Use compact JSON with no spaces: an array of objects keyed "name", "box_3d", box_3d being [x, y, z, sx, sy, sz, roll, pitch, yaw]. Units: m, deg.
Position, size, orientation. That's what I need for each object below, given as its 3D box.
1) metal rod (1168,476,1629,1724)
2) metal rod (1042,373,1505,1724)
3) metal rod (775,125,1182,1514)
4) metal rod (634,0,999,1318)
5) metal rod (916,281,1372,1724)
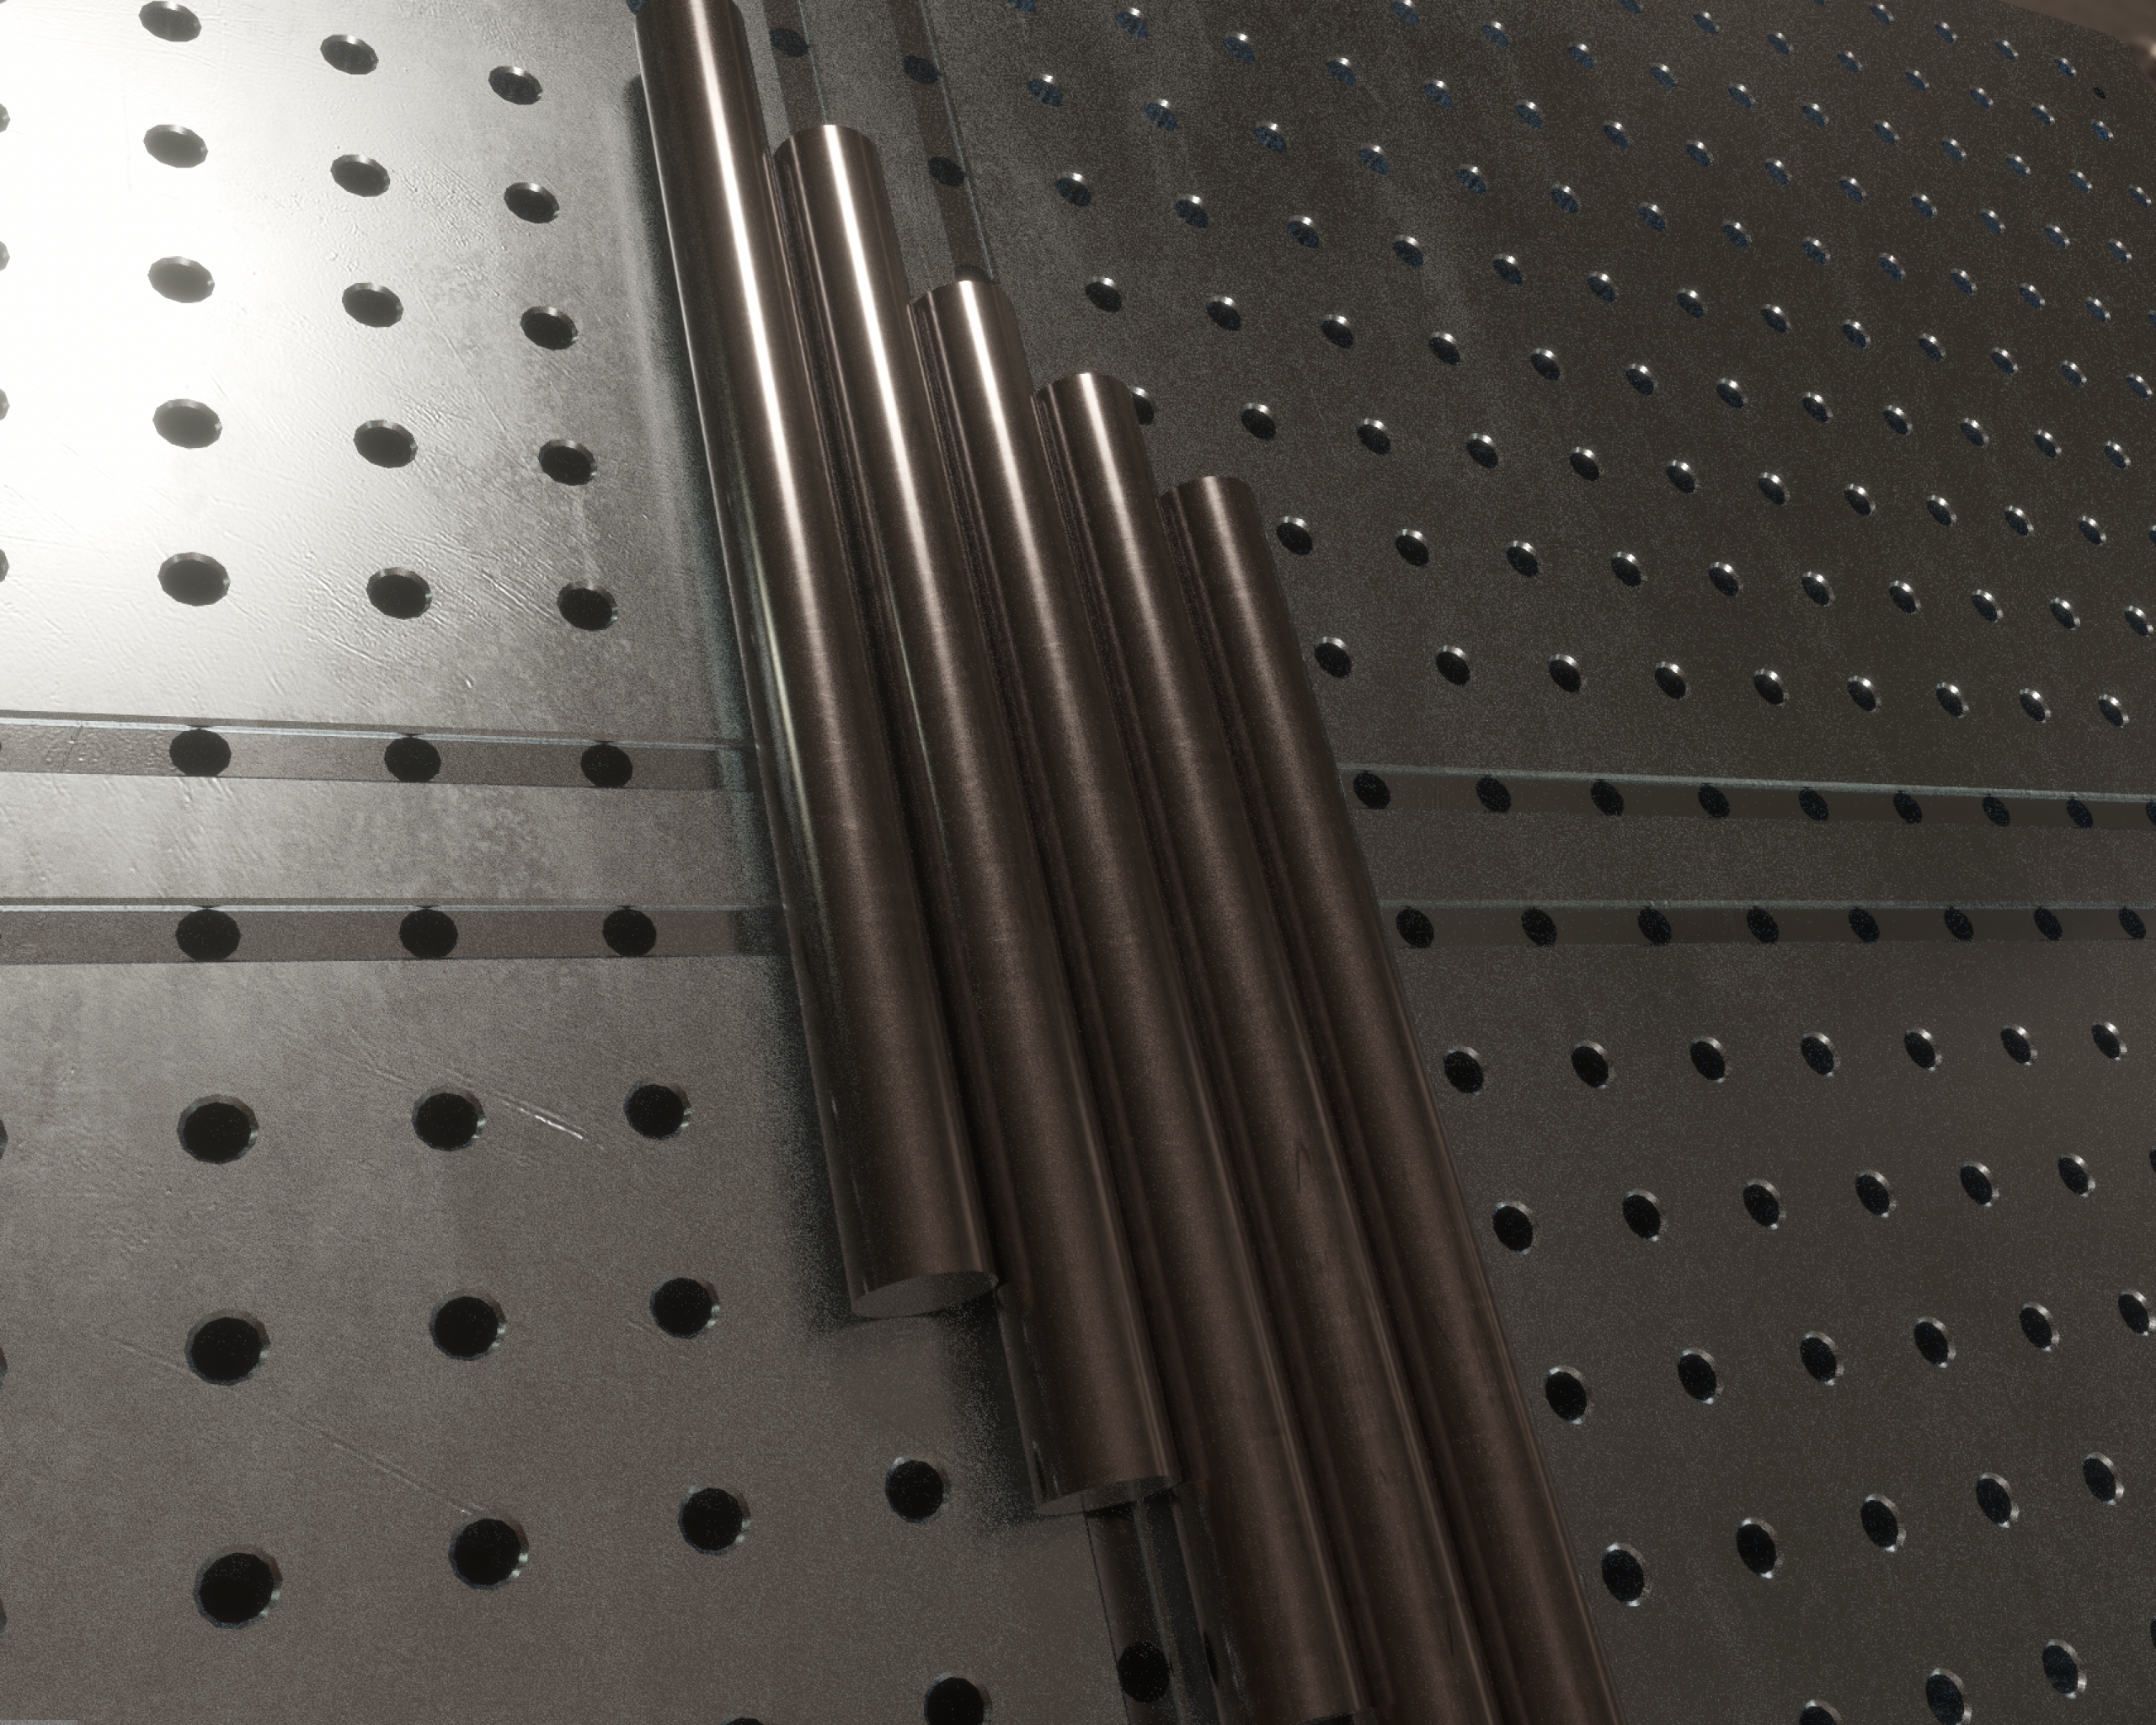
[{"name":"metal rod","box_3d":[0.059,0.052,0.409,0.025,0.025,0.299,1,61,-28]},{"name":"metal rod","box_3d":[0.031,0.029,0.408,0.025,0.025,0.299,1,61,-28]},{"name":"metal rod","box_3d":[-0.026,-0.026,0.410,0.025,0.025,0.299,1,61,-28]},{"name":"metal rod","box_3d":[-0.057,-0.059,0.414,0.025,0.025,0.299,1,61,-28]},{"name":"metal rod","box_3d":[0.005,0.010,0.405,0.025,0.025,0.299,1,61,-28]}]
